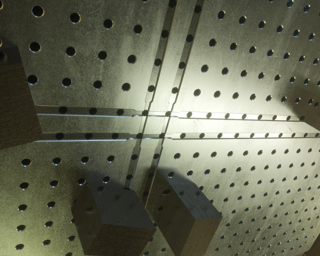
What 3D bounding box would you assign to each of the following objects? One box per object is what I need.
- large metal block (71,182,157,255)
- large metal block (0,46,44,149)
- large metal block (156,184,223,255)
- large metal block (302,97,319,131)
[{"bbox_3d":[-0.064,0.124,0.418,0.080,0.080,0.050,21,107,-36],"label":"large metal block"},{"bbox_3d":[-0.163,-0.024,0.291,0.081,0.050,0.079,-16,125,-20],"label":"large metal block"},{"bbox_3d":[0.043,0.146,0.491,0.050,0.080,0.079,4,116,-31],"label":"large metal block"},{"bbox_3d":[0.319,-0.006,0.550,0.081,0.080,0.050,16,110,-35],"label":"large metal block"}]
